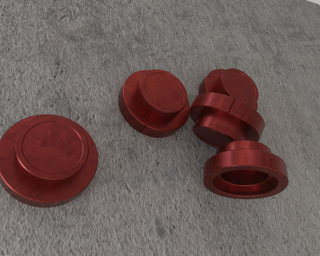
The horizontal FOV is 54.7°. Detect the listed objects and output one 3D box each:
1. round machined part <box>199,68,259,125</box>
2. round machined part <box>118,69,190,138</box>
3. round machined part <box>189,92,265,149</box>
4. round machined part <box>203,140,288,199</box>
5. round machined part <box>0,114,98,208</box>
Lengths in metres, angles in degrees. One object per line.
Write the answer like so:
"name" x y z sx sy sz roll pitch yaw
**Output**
"round machined part" 0.115 -0.055 0.488 0.099 0.042 0.098 14 56 -21
"round machined part" -0.003 -0.039 0.415 0.099 0.042 0.098 14 56 -21
"round machined part" 0.082 -0.002 0.407 0.098 0.098 0.042 30 74 -9
"round machined part" 0.104 0.050 0.382 0.099 0.097 0.042 19 55 -17
"round machined part" -0.111 0.027 0.316 0.099 0.042 0.098 14 56 -21
